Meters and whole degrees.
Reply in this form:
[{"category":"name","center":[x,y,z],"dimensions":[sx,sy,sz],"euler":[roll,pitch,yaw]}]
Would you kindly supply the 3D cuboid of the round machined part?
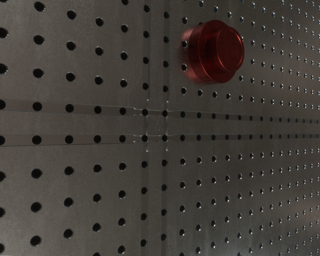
[{"category":"round machined part","center":[0.093,-0.118,0.479],"dimensions":[0.099,0.042,0.097],"euler":[0,90,-40]}]
